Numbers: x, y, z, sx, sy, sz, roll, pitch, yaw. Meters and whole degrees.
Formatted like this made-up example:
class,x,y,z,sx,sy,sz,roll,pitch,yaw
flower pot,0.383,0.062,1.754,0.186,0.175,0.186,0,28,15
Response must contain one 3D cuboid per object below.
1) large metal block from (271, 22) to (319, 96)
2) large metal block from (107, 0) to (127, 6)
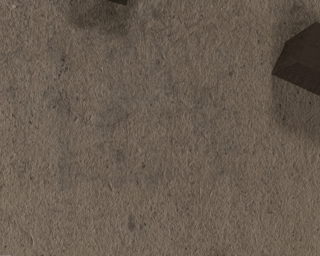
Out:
class,x,y,z,sx,sy,sz,roll,pitch,yaw
large metal block,0.200,-0.080,0.385,0.080,0.080,0.050,24,90,-1
large metal block,-0.073,-0.215,0.396,0.080,0.050,0.080,16,90,-1
